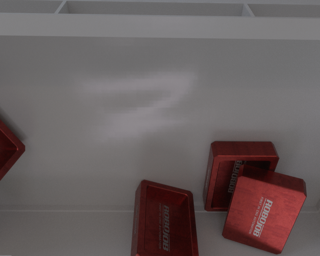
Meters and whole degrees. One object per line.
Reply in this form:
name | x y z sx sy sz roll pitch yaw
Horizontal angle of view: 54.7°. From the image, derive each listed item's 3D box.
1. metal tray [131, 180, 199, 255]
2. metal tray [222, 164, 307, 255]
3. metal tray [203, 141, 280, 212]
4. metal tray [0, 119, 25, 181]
metal tray | 0.007 0.146 0.464 0.091 0.130 0.030 17 128 -14
metal tray | 0.149 0.122 0.458 0.090 0.030 0.129 14 123 13
metal tray | 0.118 0.077 0.472 0.091 0.030 0.129 0 130 -1
metal tray | -0.237 0.042 0.372 0.030 0.130 0.090 -1 134 30
